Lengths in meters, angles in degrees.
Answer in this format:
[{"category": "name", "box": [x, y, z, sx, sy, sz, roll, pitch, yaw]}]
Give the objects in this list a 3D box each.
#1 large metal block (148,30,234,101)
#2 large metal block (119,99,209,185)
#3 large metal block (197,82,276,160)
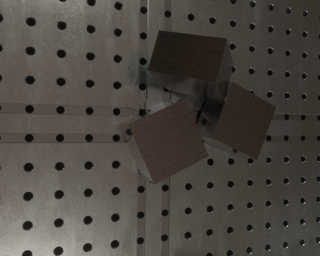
[{"category": "large metal block", "box": [0.041, -0.074, 0.382, 0.080, 0.080, 0.050, 13, 84, 20]}, {"category": "large metal block", "box": [0.004, 0.016, 0.402, 0.081, 0.050, 0.080, -25, 99, -19]}, {"category": "large metal block", "box": [0.105, -0.009, 0.438, 0.080, 0.050, 0.080, 25, 82, -22]}]
